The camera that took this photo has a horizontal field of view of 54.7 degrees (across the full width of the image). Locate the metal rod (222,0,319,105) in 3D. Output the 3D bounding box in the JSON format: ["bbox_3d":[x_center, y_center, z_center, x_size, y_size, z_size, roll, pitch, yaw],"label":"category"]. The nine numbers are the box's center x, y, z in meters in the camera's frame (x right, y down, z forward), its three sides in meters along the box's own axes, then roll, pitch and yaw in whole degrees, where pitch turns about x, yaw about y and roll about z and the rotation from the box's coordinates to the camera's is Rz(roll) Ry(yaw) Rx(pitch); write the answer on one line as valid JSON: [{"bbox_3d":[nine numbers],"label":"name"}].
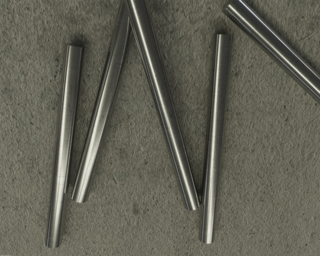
[{"bbox_3d":[0.195,-0.054,0.391,0.301,0.025,0.025,38,106,-13],"label":"metal rod"}]

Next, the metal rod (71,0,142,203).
[{"bbox_3d":[-0.070,-0.034,0.396,0.025,0.025,0.298,17,109,-6],"label":"metal rod"}]

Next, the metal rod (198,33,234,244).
[{"bbox_3d":[0.073,0.028,0.420,0.025,0.025,0.298,1,110,-1],"label":"metal rod"}]

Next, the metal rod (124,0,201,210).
[{"bbox_3d":[0.009,-0.018,0.388,0.025,0.025,0.298,-14,115,5],"label":"metal rod"}]

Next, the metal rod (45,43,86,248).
[{"bbox_3d":[-0.132,0.037,0.422,0.025,0.025,0.298,11,110,-4],"label":"metal rod"}]
